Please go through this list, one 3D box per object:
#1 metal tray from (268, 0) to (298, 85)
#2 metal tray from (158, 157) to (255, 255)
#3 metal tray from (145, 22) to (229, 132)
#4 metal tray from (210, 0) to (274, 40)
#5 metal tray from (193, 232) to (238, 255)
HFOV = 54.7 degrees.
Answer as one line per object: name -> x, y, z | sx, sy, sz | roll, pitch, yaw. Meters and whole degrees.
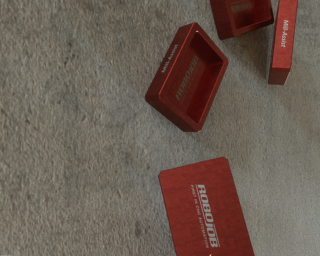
metal tray -> 0.220, -0.151, 0.558 | 0.090, 0.030, 0.129 | 28, 69, -72
metal tray -> 0.056, 0.110, 0.393 | 0.091, 0.030, 0.129 | -14, 78, 1
metal tray -> 0.043, -0.070, 0.439 | 0.090, 0.030, 0.130 | 38, 67, -34
metal tray -> 0.139, -0.207, 0.520 | 0.131, 0.030, 0.089 | -28, 108, -37
metal tray -> 0.037, 0.196, 0.393 | 0.030, 0.090, 0.130 | 42, 62, -4
